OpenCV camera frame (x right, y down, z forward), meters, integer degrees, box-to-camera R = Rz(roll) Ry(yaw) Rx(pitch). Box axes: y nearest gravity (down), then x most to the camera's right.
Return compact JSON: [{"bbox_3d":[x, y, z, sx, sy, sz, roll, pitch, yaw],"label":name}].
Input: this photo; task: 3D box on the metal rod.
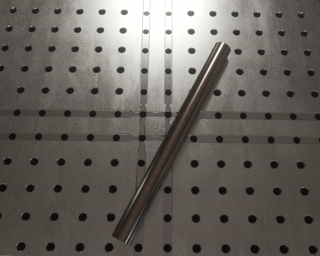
[{"bbox_3d":[0.023,0.007,0.409,0.025,0.025,0.300,26,72,9],"label":"metal rod"}]
